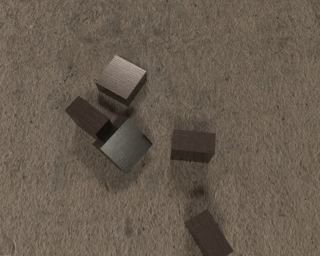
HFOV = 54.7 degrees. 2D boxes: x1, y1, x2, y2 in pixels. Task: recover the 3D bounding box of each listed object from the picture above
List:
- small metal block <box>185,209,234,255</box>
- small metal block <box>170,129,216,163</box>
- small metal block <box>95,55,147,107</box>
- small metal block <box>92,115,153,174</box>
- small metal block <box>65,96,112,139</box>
[{"bbox_3d":[0.053,0.122,0.351,0.025,0.050,0.050,-29,73,-10],"label":"small metal block"},{"bbox_3d":[0.040,0.024,0.387,0.050,0.050,0.025,6,70,2],"label":"small metal block"},{"bbox_3d":[-0.053,-0.066,0.431,0.050,0.025,0.050,29,72,10],"label":"small metal block"},{"bbox_3d":[-0.046,0.020,0.386,0.050,0.025,0.050,-49,121,-16],"label":"small metal block"},{"bbox_3d":[-0.087,-0.008,0.396,0.050,0.050,0.025,36,76,12],"label":"small metal block"}]
